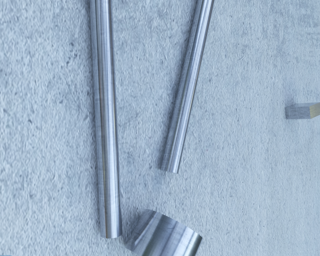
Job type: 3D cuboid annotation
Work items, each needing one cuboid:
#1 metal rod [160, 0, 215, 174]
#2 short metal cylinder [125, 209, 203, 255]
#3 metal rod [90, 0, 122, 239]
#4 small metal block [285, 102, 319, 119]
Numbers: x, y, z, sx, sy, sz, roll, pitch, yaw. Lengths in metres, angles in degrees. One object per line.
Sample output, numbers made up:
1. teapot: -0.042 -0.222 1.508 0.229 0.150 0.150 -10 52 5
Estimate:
1. metal rod: 0.045 -0.084 0.441 0.025 0.025 0.299 21 77 -38
2. short metal cylinder: 0.005 0.140 0.374 0.080 0.080 0.050 43 64 -32
3. metal rod: -0.062 -0.026 0.352 0.025 0.025 0.298 -4 93 -40
4. small metal block: 0.293 -0.035 0.634 0.050 0.050 0.025 -16 101 -39
